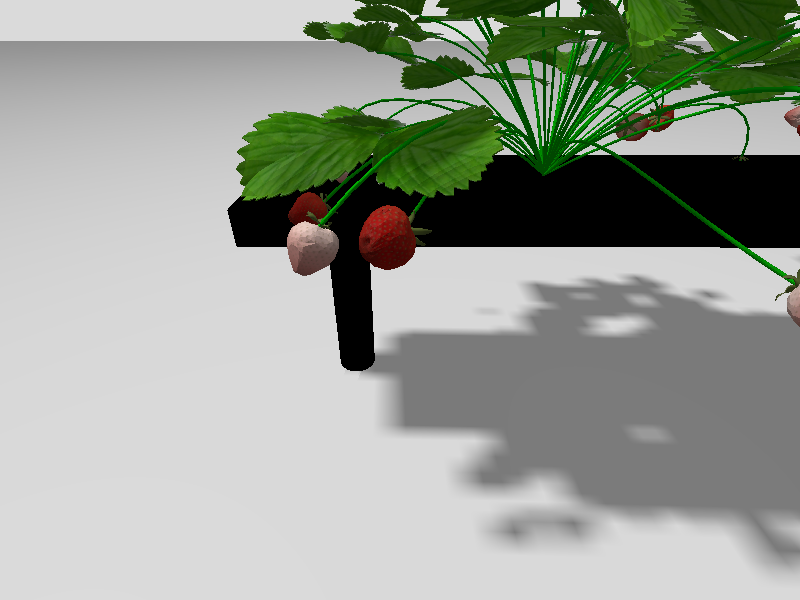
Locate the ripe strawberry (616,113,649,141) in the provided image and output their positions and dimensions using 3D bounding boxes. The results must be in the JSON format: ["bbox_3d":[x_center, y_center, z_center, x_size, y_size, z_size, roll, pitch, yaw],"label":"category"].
[{"bbox_3d":[0.258,-0.191,0.442,0.033,0.028,0.033,-15,35,-42],"label":"ripe strawberry"}]

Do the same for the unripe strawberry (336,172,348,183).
[{"bbox_3d":[-0.048,-0.103,0.326,0.012,0.014,0.014,-4,35,-6],"label":"unripe strawberry"}]

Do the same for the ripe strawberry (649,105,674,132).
[{"bbox_3d":[0.314,-0.217,0.480,0.029,0.030,0.026,-6,30,-45],"label":"ripe strawberry"}]

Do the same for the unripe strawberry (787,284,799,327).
[{"bbox_3d":[0.180,0.003,0.164,0.027,0.028,0.029,-8,36,-12],"label":"unripe strawberry"}]

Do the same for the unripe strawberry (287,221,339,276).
[{"bbox_3d":[-0.046,-0.025,0.208,0.026,0.028,0.027,31,8,37],"label":"unripe strawberry"}]

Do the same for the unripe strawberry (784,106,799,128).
[{"bbox_3d":[0.502,-0.231,0.502,0.031,0.028,0.028,-12,36,-17],"label":"unripe strawberry"}]

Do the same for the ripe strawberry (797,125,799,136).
[{"bbox_3d":[0.461,-0.193,0.446,0.025,0.028,0.027,-27,26,-33],"label":"ripe strawberry"}]

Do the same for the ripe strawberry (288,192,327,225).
[{"bbox_3d":[-0.058,-0.056,0.252,0.024,0.021,0.024,-29,42,-17],"label":"ripe strawberry"}]

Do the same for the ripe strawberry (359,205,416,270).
[{"bbox_3d":[-0.008,-0.031,0.206,0.029,0.032,0.031,25,44,31],"label":"ripe strawberry"}]
